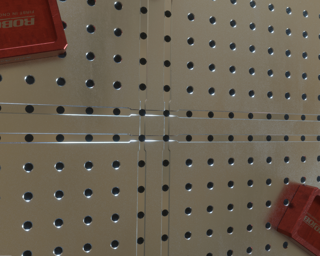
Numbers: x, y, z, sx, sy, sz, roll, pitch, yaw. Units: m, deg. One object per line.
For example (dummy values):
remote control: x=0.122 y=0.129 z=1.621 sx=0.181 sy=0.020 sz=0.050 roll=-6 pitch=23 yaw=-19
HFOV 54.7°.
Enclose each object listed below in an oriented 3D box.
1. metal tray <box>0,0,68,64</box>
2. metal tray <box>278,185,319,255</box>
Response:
metal tray: x=-0.179 y=-0.119 z=0.343 sx=0.131 sy=0.030 sz=0.089 roll=-15 pitch=95 yaw=-20
metal tray: x=0.265 y=0.164 z=0.510 sx=0.130 sy=0.030 sz=0.090 roll=37 pitch=78 yaw=-17
